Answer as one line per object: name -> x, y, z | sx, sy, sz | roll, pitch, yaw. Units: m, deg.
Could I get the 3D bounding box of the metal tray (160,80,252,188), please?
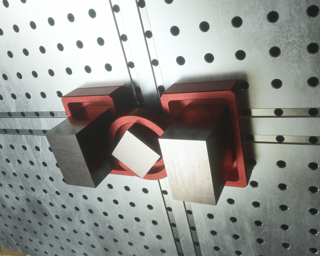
metal tray -> 0.059, 0.010, 0.382 | 0.090, 0.030, 0.129 | 0, 118, 28

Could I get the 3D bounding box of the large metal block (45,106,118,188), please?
large metal block -> -0.097, 0.023, 0.424 | 0.050, 0.080, 0.080 | 1, 119, 28

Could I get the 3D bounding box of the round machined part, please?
round machined part -> -0.016, 0.017, 0.408 | 0.098, 0.042, 0.097 | 13, 124, 21

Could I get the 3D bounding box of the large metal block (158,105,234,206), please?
large metal block -> 0.046, 0.027, 0.351 | 0.050, 0.080, 0.080 | 2, 119, 28

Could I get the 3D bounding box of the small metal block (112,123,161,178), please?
small metal block -> -0.025, 0.027, 0.389 | 0.050, 0.025, 0.050 | 38, 129, 2

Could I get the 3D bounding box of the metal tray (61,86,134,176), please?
metal tray -> -0.081, 0.007, 0.454 | 0.090, 0.030, 0.129 | 1, 119, 28
